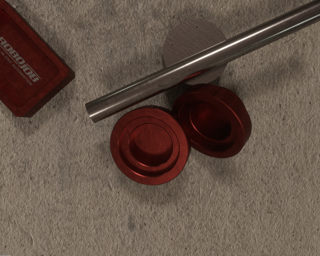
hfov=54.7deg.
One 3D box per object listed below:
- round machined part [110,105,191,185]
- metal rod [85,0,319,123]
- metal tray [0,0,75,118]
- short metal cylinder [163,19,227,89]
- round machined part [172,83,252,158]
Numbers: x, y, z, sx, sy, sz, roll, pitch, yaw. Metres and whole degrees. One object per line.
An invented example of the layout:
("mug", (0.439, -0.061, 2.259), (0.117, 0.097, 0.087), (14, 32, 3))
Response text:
("round machined part", (-0.009, 0.019, 0.392), (0.098, 0.042, 0.097), (3, 103, 13))
("metal rod", (0.056, -0.079, 0.360), (0.301, 0.025, 0.025), (-25, 90, -1))
("metal tray", (-0.189, -0.088, 0.404), (0.090, 0.030, 0.130), (-43, 91, 0))
("short metal cylinder", (0.044, -0.092, 0.398), (0.081, 0.050, 0.079), (0, 90, -1))
("round machined part", (0.067, -0.013, 0.384), (0.098, 0.098, 0.042), (45, 54, -1))
